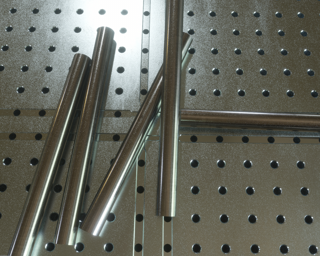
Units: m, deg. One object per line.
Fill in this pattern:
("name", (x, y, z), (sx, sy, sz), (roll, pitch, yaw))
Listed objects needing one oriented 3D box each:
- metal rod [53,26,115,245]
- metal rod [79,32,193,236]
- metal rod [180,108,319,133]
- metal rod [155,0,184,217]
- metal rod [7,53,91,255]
("metal rod", (-0.096, -0.004, 0.412), (0.025, 0.025, 0.299), (6, 70, 2))
("metal rod", (-0.023, -0.006, 0.413), (0.025, 0.025, 0.300), (23, 71, 7))
("metal rod", (0.178, -0.008, 0.416), (0.302, 0.025, 0.025), (2, 70, 0))
("metal rod", (0.014, -0.040, 0.405), (0.025, 0.025, 0.299), (3, 78, 1))
("metal rod", (-0.139, 0.037, 0.396), (0.025, 0.025, 0.299), (10, 70, 3))
